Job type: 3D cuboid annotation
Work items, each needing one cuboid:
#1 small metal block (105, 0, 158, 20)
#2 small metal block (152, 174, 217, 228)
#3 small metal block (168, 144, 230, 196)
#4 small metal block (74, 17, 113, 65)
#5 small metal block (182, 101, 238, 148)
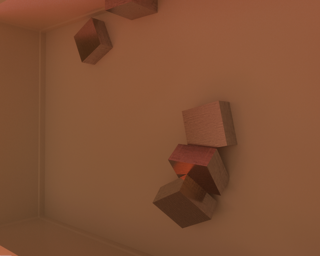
[{"bbox_3d":[-0.039,-0.171,0.420,0.050,0.050,0.025,1,91,39],"label":"small metal block"},{"bbox_3d":[0.029,0.087,0.361,0.050,0.025,0.050,43,134,-12],"label":"small metal block"},{"bbox_3d":[0.045,0.047,0.351,0.050,0.025,0.050,5,137,39],"label":"small metal block"},{"bbox_3d":[-0.106,-0.137,0.492,0.050,0.025,0.050,-32,71,35],"label":"small metal block"},{"bbox_3d":[0.057,-0.001,0.359,0.050,0.025,0.050,-15,81,38],"label":"small metal block"}]
